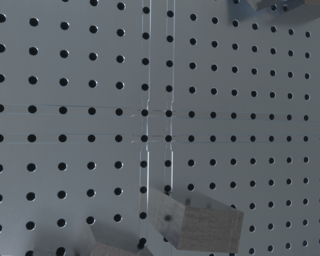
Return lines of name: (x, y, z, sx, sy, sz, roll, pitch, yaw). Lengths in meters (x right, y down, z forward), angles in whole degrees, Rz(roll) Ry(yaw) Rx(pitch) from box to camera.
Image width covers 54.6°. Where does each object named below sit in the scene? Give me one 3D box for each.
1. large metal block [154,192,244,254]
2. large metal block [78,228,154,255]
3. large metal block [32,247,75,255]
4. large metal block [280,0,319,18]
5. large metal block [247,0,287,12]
large metal block: (0.048, 0.120, 0.401, 0.081, 0.080, 0.050, 12, 86, -20)
large metal block: (-0.061, 0.179, 0.377, 0.080, 0.050, 0.080, 25, 82, -18)
large metal block: (-0.128, 0.189, 0.337, 0.050, 0.080, 0.080, 21, 83, -19)
large metal block: (0.237, -0.223, 0.486, 0.081, 0.050, 0.080, -4, 92, -20)
large metal block: (0.153, -0.223, 0.439, 0.080, 0.050, 0.080, -25, 72, -18)
